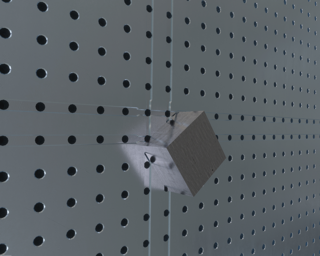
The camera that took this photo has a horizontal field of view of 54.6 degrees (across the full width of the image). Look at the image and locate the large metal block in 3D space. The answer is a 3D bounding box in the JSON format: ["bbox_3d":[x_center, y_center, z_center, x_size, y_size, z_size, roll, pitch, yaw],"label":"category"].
[{"bbox_3d":[0.035,0.033,0.421,0.080,0.050,0.080,-43,116,-31],"label":"large metal block"}]
